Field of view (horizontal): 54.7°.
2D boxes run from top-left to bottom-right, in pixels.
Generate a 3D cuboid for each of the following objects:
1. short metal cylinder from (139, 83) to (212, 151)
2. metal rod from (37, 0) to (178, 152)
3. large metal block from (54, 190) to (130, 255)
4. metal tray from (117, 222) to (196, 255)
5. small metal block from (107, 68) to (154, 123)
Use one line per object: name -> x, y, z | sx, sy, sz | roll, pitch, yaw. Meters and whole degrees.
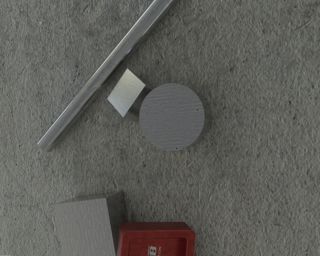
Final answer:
short metal cylinder -> 0.021, -0.013, 0.388 | 0.080, 0.050, 0.079 | 0, 90, 19
metal rod -> -0.075, -0.079, 0.434 | 0.025, 0.025, 0.299 | 46, 104, 14
large metal block -> -0.090, 0.135, 0.426 | 0.080, 0.050, 0.080 | -11, 86, 19
metal tray -> -0.009, 0.185, 0.384 | 0.091, 0.030, 0.129 | 5, 92, -15
small metal block -> -0.037, -0.043, 0.411 | 0.050, 0.025, 0.050 | -54, 47, 12
